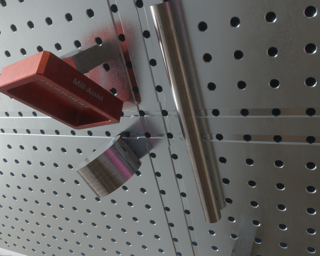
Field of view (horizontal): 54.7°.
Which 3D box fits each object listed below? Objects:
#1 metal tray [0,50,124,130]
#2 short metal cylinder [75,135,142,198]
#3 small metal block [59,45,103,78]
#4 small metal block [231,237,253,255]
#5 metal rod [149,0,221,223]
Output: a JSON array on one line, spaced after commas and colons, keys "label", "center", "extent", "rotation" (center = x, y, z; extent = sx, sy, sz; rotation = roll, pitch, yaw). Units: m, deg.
[{"label": "metal tray", "center": [-0.122, -0.040, 0.395], "extent": [0.090, 0.030, 0.130], "rotation": [-8, 153, 34]}, {"label": "short metal cylinder", "center": [-0.074, 0.054, 0.447], "extent": [0.080, 0.080, 0.050], "rotation": [-29, 102, 37]}, {"label": "small metal block", "center": [-0.112, -0.083, 0.400], "extent": [0.050, 0.050, 0.025], "rotation": [-6, 116, 30]}, {"label": "small metal block", "center": [0.119, 0.200, 0.455], "extent": [0.025, 0.050, 0.050], "rotation": [7, 122, 24]}, {"label": "metal rod", "center": [0.039, -0.002, 0.388], "extent": [0.025, 0.025, 0.298], "rotation": [-2, 118, 29]}]
